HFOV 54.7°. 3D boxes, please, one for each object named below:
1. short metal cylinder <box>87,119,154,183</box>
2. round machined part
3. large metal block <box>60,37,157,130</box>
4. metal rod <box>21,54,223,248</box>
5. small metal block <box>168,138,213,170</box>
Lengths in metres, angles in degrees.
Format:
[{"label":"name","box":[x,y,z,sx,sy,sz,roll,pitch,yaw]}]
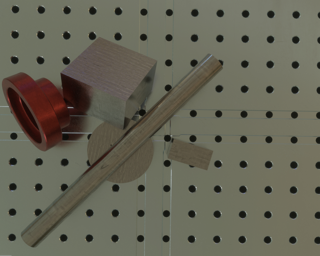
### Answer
[{"label":"short metal cylinder","box":[-0.048,0.027,0.400,0.081,0.050,0.079,0,90,0]},{"label":"round machined part","box":[-0.148,-0.023,0.383,0.042,0.098,0.098,-33,91,-33]},{"label":"large metal block","box":[-0.059,-0.056,0.375,0.080,0.050,0.080,24,51,8]},{"label":"metal rod","box":[-0.044,0.026,0.362,0.300,0.025,0.025,-44,91,0]},{"label":"small metal block","box":[0.037,0.032,0.401,0.050,0.050,0.025,17,90,-1]}]
